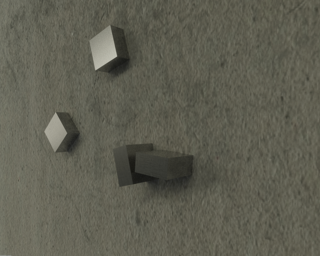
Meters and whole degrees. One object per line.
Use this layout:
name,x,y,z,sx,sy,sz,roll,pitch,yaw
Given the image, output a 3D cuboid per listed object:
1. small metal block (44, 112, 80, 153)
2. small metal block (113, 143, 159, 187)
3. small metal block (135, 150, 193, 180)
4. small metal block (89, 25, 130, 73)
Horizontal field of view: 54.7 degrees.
small metal block,-0.173,0.007,0.544,0.050,0.025,0.050,-50,61,28
small metal block,-0.031,0.048,0.412,0.025,0.050,0.050,-19,78,38
small metal block,0.005,0.044,0.383,0.050,0.050,0.025,7,94,39
small metal block,-0.076,-0.118,0.466,0.050,0.025,0.050,-21,77,37
